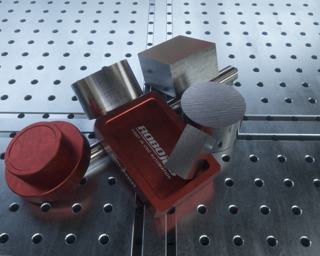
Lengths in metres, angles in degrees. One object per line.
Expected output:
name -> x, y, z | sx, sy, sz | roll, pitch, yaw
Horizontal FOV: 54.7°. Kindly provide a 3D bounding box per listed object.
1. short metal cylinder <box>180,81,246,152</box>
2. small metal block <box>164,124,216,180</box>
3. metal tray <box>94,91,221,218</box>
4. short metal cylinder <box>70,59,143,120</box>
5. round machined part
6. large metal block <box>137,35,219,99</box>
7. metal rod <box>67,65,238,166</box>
short metal cylinder -> 0.066, -0.015, 0.404 | 0.081, 0.050, 0.080 | 0, 50, 0
small metal block -> 0.034, 0.027, 0.331 | 0.025, 0.050, 0.050 | 29, 91, 20
metal tray -> -0.005, 0.026, 0.364 | 0.091, 0.030, 0.130 | -31, 69, -23
short metal cylinder -> -0.069, -0.051, 0.407 | 0.080, 0.050, 0.080 | -24, 12, 6
round machined part -> -0.133, 0.031, 0.352 | 0.098, 0.042, 0.098 | -8, 55, 13
large metal block -> 0.027, -0.093, 0.455 | 0.081, 0.050, 0.080 | -30, 37, -23
metal rod -> -0.008, -0.014, 0.421 | 0.302, 0.025, 0.025 | -31, 57, -23
